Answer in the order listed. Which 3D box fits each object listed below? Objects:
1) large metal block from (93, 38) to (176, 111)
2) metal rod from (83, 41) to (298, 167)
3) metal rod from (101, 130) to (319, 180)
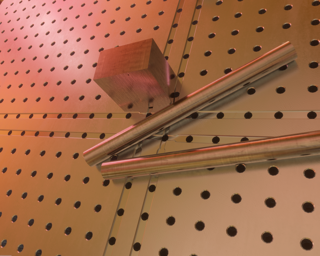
[{"bbox_3d":[-0.032,-0.070,0.431,0.080,0.080,0.050,-7,59,24],"label":"large metal block"},{"bbox_3d":[0.032,-0.026,0.406,0.301,0.025,0.025,-28,52,10],"label":"metal rod"},{"bbox_3d":[0.067,0.032,0.352,0.301,0.025,0.025,-10,58,22],"label":"metal rod"}]
